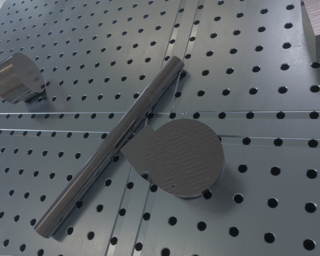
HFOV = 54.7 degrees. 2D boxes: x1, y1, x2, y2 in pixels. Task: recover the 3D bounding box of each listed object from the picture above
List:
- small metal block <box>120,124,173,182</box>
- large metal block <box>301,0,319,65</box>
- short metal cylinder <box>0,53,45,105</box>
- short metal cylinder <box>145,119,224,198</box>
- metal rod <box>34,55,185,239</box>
[{"bbox_3d":[-0.015,0.031,0.397,0.050,0.025,0.050,-43,51,-2],"label":"small metal block"},{"bbox_3d":[0.215,-0.130,0.359,0.080,0.050,0.080,-12,57,21],"label":"large metal block"},{"bbox_3d":[-0.258,-0.089,0.563,0.050,0.080,0.080,-25,53,13],"label":"short metal cylinder"},{"bbox_3d":[0.029,0.035,0.340,0.080,0.050,0.080,-3,75,10],"label":"short metal cylinder"},{"bbox_3d":[-0.064,0.019,0.429,0.025,0.025,0.300,30,78,37],"label":"metal rod"}]
